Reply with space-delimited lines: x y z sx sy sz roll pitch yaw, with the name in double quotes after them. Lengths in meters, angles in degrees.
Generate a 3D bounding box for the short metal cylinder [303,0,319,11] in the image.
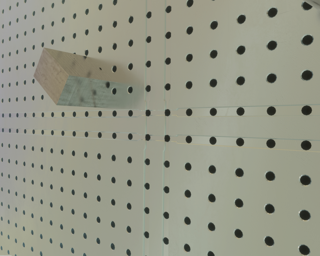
0.156 -0.128 0.244 0.050 0.081 0.080 51 120 27 "short metal cylinder"

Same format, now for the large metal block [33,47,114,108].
-0.134 -0.076 0.482 0.080 0.081 0.050 44 117 30 "large metal block"
